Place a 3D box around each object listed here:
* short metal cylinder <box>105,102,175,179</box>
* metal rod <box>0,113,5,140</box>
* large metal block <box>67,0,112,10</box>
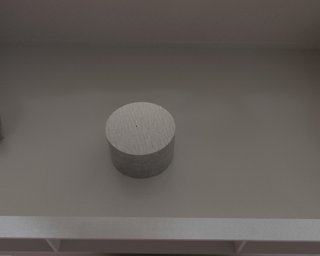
[{"bbox_3d":[-0.023,0.014,0.377,0.081,0.050,0.080,0,50,0],"label":"short metal cylinder"},{"bbox_3d":[-0.252,-0.127,0.419,0.025,0.025,0.299,-14,80,-12],"label":"metal rod"},{"bbox_3d":[-0.139,-0.291,0.634,0.080,0.050,0.080,15,52,12],"label":"large metal block"}]
